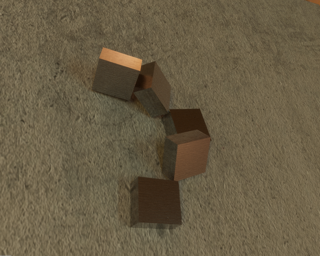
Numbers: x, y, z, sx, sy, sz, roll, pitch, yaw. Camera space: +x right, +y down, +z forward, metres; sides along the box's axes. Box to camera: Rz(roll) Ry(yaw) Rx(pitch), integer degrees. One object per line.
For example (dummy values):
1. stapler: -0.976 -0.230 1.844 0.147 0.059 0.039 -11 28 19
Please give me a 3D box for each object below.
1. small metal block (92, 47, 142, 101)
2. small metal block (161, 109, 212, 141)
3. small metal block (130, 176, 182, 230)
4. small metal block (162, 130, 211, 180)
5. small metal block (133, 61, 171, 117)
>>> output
1. small metal block: -0.055 -0.068 0.393 0.050 0.050 0.025 16 44 -11
2. small metal block: 0.036 0.002 0.422 0.050 0.025 0.050 -3 63 -30
3. small metal block: -0.005 0.085 0.349 0.050 0.025 0.050 11 57 -23
4. small metal block: 0.032 0.033 0.382 0.050 0.050 0.025 -11 27 -33
5. small metal block: -0.009 -0.051 0.411 0.050 0.025 0.050 54 32 -43
